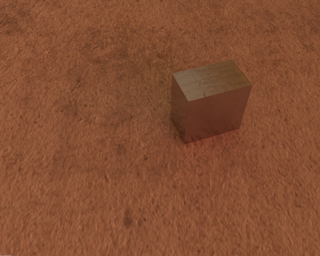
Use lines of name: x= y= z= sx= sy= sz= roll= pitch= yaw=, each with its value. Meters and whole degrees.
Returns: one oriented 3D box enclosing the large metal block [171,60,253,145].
large metal block: x=0.061 y=-0.032 z=0.395 sx=0.081 sy=0.080 sz=0.050 roll=-15 pitch=52 yaw=-12
